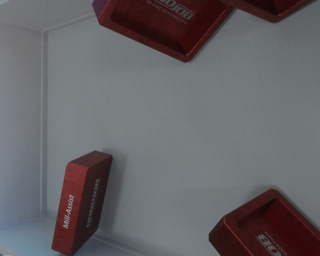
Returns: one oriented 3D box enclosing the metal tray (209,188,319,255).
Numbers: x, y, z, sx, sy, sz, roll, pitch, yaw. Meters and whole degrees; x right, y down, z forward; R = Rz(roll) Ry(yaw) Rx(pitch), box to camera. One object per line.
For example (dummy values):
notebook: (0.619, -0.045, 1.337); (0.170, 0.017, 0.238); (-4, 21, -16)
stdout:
metal tray: (0.116, 0.121, 0.265); (0.130, 0.091, 0.030); (48, 131, 29)

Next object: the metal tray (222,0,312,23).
metal tray: (0.121, -0.142, 0.250); (0.130, 0.091, 0.030); (-27, 69, 46)

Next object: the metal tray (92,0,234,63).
metal tray: (0.007, -0.130, 0.330); (0.090, 0.131, 0.030); (-48, 48, 29)

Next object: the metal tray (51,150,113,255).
metal tray: (-0.111, 0.105, 0.452); (0.030, 0.090, 0.129); (15, 100, 11)
